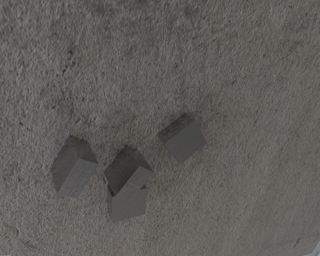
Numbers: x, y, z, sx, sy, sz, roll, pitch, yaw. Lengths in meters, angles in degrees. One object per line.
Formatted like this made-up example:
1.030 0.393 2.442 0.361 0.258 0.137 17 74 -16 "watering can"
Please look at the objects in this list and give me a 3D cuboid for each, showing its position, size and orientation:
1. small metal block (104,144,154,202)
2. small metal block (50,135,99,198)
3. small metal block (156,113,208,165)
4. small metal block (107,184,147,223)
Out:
-0.042 0.058 0.404 0.025 0.050 0.050 31 101 -38 "small metal block"
-0.101 0.045 0.363 0.025 0.050 0.050 24 106 -37 "small metal block"
0.031 0.015 0.433 0.050 0.025 0.050 -38 129 -3 "small metal block"
-0.048 0.103 0.445 0.050 0.025 0.050 -10 123 -23 "small metal block"
